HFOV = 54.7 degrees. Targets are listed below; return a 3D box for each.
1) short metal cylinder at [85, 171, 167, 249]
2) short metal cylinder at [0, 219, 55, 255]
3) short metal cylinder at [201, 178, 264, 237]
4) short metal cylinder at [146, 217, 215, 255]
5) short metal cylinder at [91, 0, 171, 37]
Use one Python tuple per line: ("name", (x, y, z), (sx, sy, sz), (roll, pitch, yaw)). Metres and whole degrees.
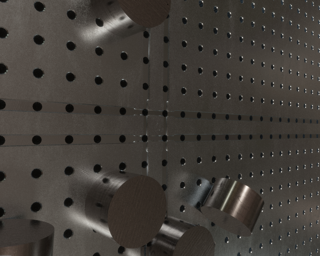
("short metal cylinder", (-0.039, 0.092, 0.362), (0.081, 0.050, 0.079), (0, 90, -40))
("short metal cylinder", (-0.134, 0.113, 0.263), (0.081, 0.080, 0.050), (4, 88, -40))
("short metal cylinder", (0.109, 0.120, 0.468), (0.080, 0.080, 0.050), (49, 61, -29))
("short metal cylinder", (0.028, 0.167, 0.419), (0.081, 0.050, 0.079), (0, 90, -40))
("short metal cylinder", (-0.034, -0.154, 0.366), (0.081, 0.050, 0.079), (-1, 91, -40))
